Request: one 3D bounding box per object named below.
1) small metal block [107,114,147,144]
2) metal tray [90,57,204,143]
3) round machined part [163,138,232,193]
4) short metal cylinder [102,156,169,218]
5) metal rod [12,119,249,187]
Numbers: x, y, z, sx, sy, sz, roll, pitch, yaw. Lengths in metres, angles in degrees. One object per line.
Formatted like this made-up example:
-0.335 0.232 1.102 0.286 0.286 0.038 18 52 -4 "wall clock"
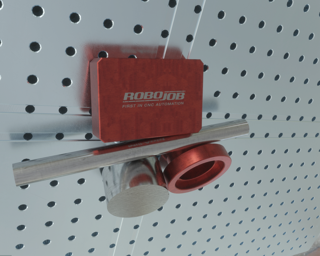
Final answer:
-0.035 0.015 0.414 0.050 0.025 0.050 19 108 -36 "small metal block"
-0.012 -0.035 0.363 0.131 0.030 0.089 -5 102 -27 "metal tray"
0.049 0.051 0.445 0.099 0.042 0.098 -18 148 -12 "round machined part"
-0.033 0.076 0.410 0.081 0.050 0.080 -11 140 -9 "short metal cylinder"
-0.016 0.024 0.385 0.303 0.025 0.025 -11 123 -23 "metal rod"
